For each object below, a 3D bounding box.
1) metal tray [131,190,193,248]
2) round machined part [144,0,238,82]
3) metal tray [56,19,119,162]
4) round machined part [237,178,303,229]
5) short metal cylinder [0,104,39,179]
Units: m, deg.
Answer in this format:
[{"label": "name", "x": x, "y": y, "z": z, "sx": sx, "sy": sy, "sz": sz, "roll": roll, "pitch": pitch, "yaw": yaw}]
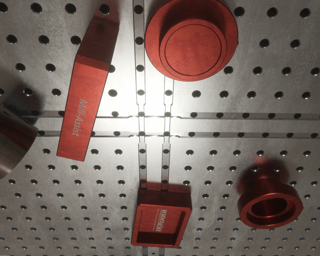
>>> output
[{"label": "metal tray", "x": -0.001, "y": 0.165, "z": 0.548, "sx": 0.091, "sy": 0.030, "sz": 0.129, "roll": 6, "pitch": 130, "yaw": -6}, {"label": "round machined part", "x": 0.033, "y": -0.090, "z": 0.325, "sx": 0.099, "sy": 0.042, "sz": 0.097, "roll": -1, "pitch": 130, "yaw": 0}, {"label": "metal tray", "x": -0.078, "y": -0.038, "z": 0.335, "sx": 0.030, "sy": 0.090, "sz": 0.129, "roll": 15, "pitch": 129, "yaw": -13}, {"label": "round machined part", "x": 0.176, "y": 0.120, "z": 0.506, "sx": 0.099, "sy": 0.042, "sz": 0.097, "roll": -1, "pitch": 130, "yaw": 0}, {"label": "short metal cylinder", "x": -0.200, "y": 0.017, "z": 0.387, "sx": 0.080, "sy": 0.080, "sz": 0.050, "roll": -33, "pitch": 123, "yaw": 24}]
